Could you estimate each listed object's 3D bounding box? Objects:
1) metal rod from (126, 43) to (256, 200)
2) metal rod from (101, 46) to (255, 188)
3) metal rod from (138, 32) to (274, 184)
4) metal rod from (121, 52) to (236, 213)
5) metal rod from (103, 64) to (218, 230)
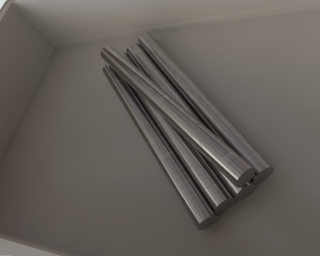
[{"bbox_3d":[0.022,-0.031,0.411,0.025,0.025,0.300,-37,51,4],"label":"metal rod"},{"bbox_3d":[0.000,-0.035,0.392,0.025,0.025,0.300,-43,51,-2],"label":"metal rod"},{"bbox_3d":[0.041,-0.048,0.412,0.025,0.025,0.300,-37,51,4],"label":"metal rod"},{"bbox_3d":[0.002,-0.017,0.413,0.025,0.025,0.300,-37,51,4],"label":"metal rod"},{"bbox_3d":[-0.016,0.001,0.412,0.025,0.025,0.300,-37,51,4],"label":"metal rod"}]
